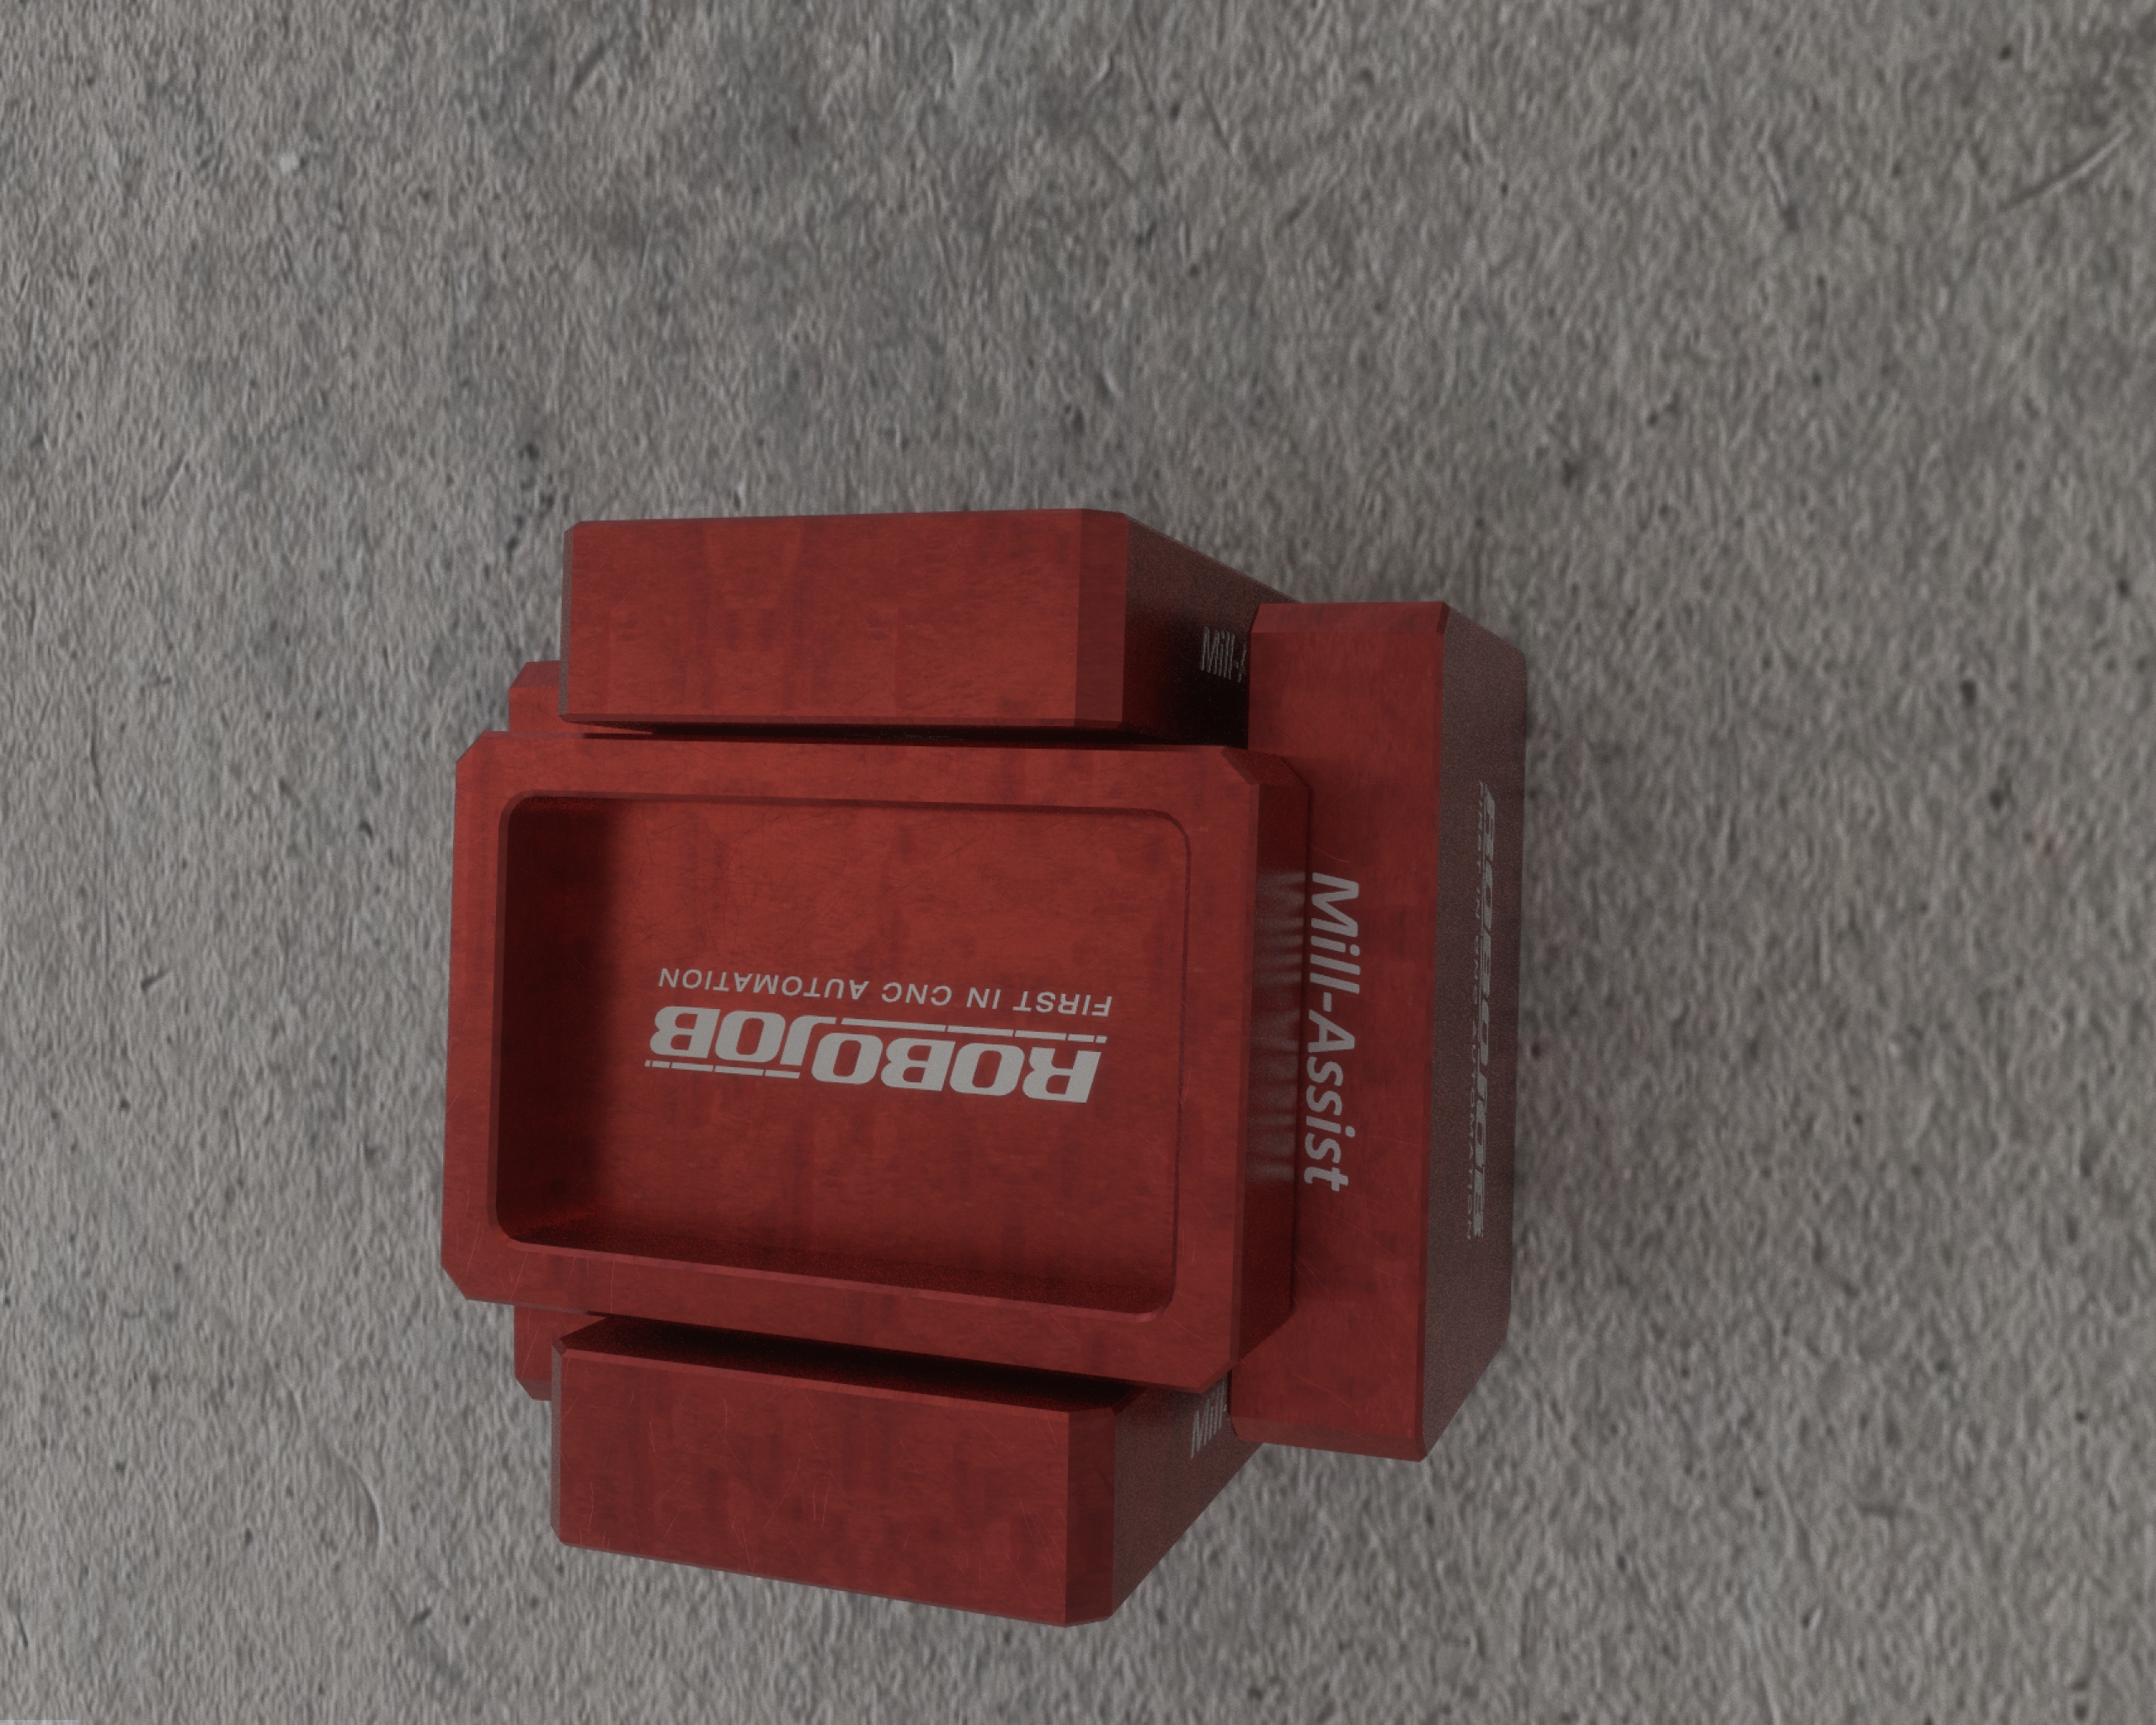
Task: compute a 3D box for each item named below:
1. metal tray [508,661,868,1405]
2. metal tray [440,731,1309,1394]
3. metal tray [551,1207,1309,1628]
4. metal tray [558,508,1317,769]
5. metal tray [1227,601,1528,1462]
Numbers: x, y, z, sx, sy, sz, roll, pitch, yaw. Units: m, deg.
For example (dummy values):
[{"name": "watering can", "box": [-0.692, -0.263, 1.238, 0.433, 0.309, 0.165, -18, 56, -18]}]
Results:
[{"name": "metal tray", "box": [-0.069, 0.029, 0.398, 0.030, 0.090, 0.129, -1, 90, 20]}, {"name": "metal tray", "box": [-0.033, 0.026, 0.321, 0.130, 0.030, 0.089, 2, 91, 19]}, {"name": "metal tray", "box": [-0.017, 0.086, 0.359, 0.090, 0.130, 0.030, 2, 93, 20]}, {"name": "metal tray", "box": [-0.015, -0.034, 0.358, 0.090, 0.130, 0.030, 2, 90, 20]}, {"name": "metal tray", "box": [0.054, 0.025, 0.355, 0.030, 0.090, 0.129, 2, 91, 20]}]
